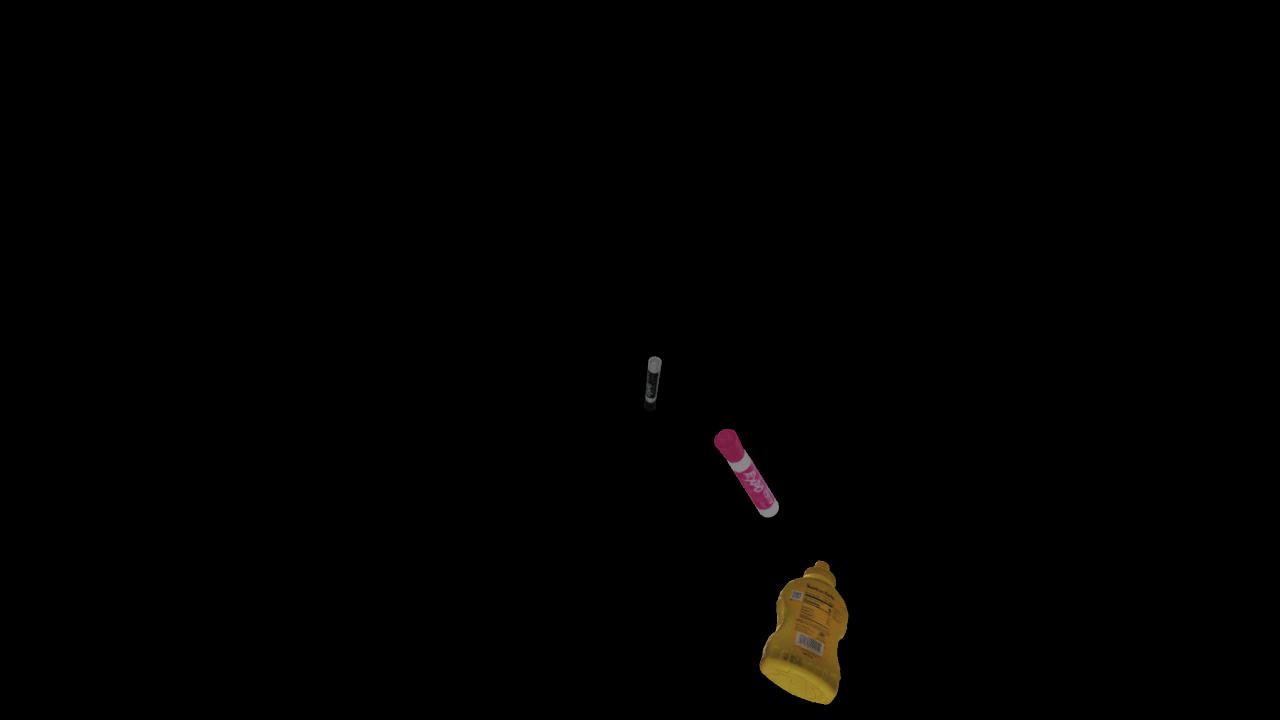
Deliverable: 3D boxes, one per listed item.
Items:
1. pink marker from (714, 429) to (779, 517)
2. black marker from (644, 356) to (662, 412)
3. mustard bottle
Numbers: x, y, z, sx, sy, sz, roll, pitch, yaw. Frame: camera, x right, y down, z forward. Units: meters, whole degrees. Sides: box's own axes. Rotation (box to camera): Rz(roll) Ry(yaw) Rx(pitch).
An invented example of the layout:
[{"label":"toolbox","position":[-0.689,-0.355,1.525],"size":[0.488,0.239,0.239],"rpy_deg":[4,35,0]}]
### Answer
[{"label":"pink marker","position":[0.088,0.093,0.502],"size":[0.020,0.020,0.121],"rpy_deg":[0,-38,32]},{"label":"black marker","position":[0.018,0.038,0.887],"size":[0.020,0.020,0.121],"rpy_deg":[0,-37,-4]},{"label":"mustard bottle","position":[0.217,0.328,0.780],"size":[0.092,0.054,0.184],"rpy_deg":[17,37,16]}]
